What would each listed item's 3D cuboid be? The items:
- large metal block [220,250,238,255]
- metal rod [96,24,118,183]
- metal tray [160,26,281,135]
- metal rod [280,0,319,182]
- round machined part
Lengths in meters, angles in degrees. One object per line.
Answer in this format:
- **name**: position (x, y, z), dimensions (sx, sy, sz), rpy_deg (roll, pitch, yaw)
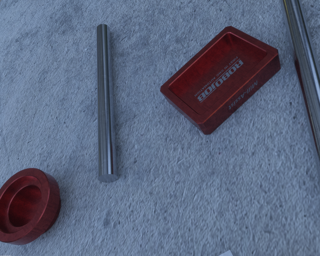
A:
- **large metal block**: position (0.062, 0.152, 0.243), dimensions (0.050, 0.080, 0.080), rpy_deg (-32, 52, 7)
- **metal rod**: position (-0.085, -0.058, 0.481), dimensions (0.025, 0.025, 0.299), rpy_deg (-20, 54, 16)
- **metal tray**: position (0.075, -0.064, 0.399), dimensions (0.130, 0.030, 0.090), rpy_deg (-43, 51, -2)
- **metal rod**: position (0.168, -0.045, 0.343), dimensions (0.025, 0.025, 0.299), rpy_deg (-10, 57, 22)
- **round machined part**: position (-0.174, 0.107, 0.417), dimensions (0.098, 0.042, 0.098), rpy_deg (-13, 56, 20)
